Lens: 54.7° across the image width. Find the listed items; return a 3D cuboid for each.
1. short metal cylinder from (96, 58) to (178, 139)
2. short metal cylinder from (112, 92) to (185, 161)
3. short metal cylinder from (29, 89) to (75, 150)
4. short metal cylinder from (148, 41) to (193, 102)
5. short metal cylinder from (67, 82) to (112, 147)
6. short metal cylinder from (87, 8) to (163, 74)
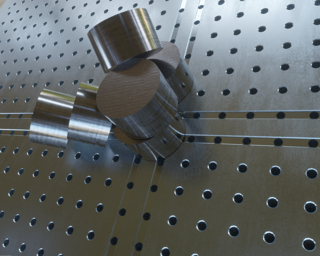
[{"bbox_3d":[-0.026,-0.034,0.360,0.080,0.050,0.080,-13,56,21],"label":"short metal cylinder"},{"bbox_3d":[-0.014,-0.004,0.401,0.080,0.050,0.080,-13,56,21],"label":"short metal cylinder"},{"bbox_3d":[-0.152,-0.013,0.452,0.050,0.080,0.080,14,61,-12],"label":"short metal cylinder"},{"bbox_3d":[0.000,-0.075,0.437,0.080,0.050,0.080,-13,56,21],"label":"short metal cylinder"},{"bbox_3d":[-0.091,-0.018,0.422,0.050,0.080,0.080,14,61,-12],"label":"short metal cylinder"},{"bbox_3d":[-0.043,-0.107,0.388,0.080,0.080,0.050,-22,97,15],"label":"short metal cylinder"}]
